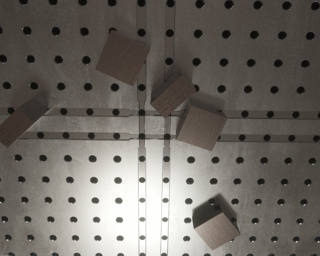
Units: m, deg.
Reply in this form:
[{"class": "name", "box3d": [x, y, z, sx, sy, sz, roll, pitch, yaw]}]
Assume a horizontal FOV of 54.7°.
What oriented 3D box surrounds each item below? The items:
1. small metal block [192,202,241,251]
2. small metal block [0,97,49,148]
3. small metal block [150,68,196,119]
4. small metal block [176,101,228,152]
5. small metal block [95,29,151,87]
[{"class": "small metal block", "box3d": [0.085, 0.150, 0.470, 0.050, 0.025, 0.050, -35, 107, 11]}, {"class": "small metal block", "box3d": [-0.177, -0.008, 0.395, 0.050, 0.050, 0.025, -39, 106, 13]}, {"class": "small metal block", "box3d": [0.015, -0.044, 0.384, 0.050, 0.050, 0.025, -42, 105, 13]}, {"class": "small metal block", "box3d": [0.054, -0.003, 0.413, 0.050, 0.025, 0.050, 19, 109, -8]}, {"class": "small metal block", "box3d": [-0.045, -0.086, 0.381, 0.050, 0.025, 0.050, 24, 108, -9]}]
